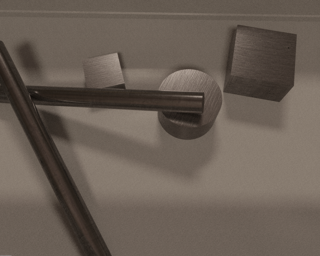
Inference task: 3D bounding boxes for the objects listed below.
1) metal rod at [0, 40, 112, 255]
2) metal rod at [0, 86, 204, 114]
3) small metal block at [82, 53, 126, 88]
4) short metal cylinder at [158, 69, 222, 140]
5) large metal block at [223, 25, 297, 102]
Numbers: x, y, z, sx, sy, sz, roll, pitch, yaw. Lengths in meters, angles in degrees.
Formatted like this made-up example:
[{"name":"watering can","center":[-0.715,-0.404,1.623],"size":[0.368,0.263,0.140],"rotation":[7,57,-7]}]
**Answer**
[{"name":"metal rod","center":[-0.138,0.026,0.372],"size":[0.025,0.025,0.299],"rotation":[-28,82,-10]},{"name":"metal rod","center":[-0.097,-0.038,0.390],"size":[0.301,0.025,0.025],"rotation":[4,70,13]},{"name":"small metal block","center":[-0.078,-0.073,0.435],"size":[0.050,0.025,0.050],"rotation":[-13,71,-5]},{"name":"short metal cylinder","center":[0.037,-0.030,0.408],"size":[0.081,0.050,0.080],"rotation":[0,70,-1]},{"name":"large metal block","center":[0.138,-0.089,0.431],"size":[0.080,0.050,0.080],"rotation":[11,70,3]}]
